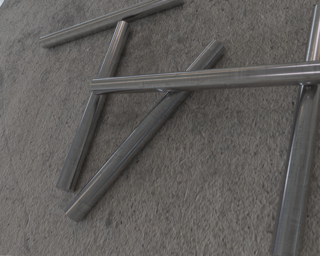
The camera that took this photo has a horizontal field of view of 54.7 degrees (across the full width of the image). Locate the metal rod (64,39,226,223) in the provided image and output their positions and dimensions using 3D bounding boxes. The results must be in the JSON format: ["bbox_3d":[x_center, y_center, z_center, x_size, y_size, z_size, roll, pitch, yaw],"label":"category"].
[{"bbox_3d":[-0.015,-0.001,0.412,0.025,0.025,0.300,35,81,38],"label":"metal rod"}]

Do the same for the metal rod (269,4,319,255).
[{"bbox_3d":[0.157,-0.015,0.330,0.025,0.025,0.300,6,64,31],"label":"metal rod"}]

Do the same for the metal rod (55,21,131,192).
[{"bbox_3d":[-0.097,-0.048,0.484,0.025,0.025,0.300,0,61,28],"label":"metal rod"}]

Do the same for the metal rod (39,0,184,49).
[{"bbox_3d":[-0.102,-0.198,0.578,0.300,0.025,0.025,-10,58,23],"label":"metal rod"}]

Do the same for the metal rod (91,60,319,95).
[{"bbox_3d":[0.039,-0.059,0.386,0.300,0.025,0.025,1,62,28],"label":"metal rod"}]
